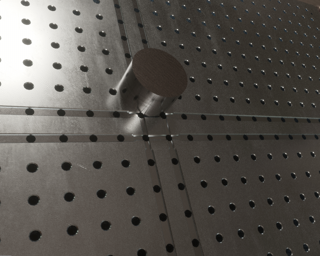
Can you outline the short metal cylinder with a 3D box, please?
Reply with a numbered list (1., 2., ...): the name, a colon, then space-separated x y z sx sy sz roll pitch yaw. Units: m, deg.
1. short metal cylinder: -0.010 -0.062 0.427 0.081 0.050 0.080 14 56 -21
